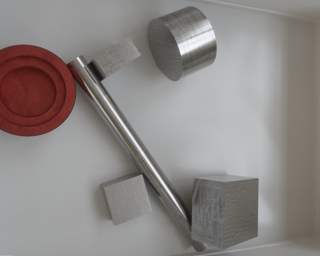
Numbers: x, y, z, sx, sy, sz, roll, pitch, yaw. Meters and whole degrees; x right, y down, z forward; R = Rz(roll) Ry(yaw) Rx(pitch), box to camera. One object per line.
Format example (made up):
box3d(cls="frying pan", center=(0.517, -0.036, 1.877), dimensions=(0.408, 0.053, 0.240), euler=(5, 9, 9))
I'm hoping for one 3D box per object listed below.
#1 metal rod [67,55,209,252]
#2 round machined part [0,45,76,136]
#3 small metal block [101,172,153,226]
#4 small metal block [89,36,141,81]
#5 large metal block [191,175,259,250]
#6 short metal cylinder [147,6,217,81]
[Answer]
box3d(cls="metal rod", center=(-0.021, 0.043, 0.398), dimensions=(0.025, 0.025, 0.299), euler=(-38, 105, -16))
box3d(cls="round machined part", center=(-0.147, -0.040, 0.348), dimensions=(0.099, 0.042, 0.097), euler=(0, 90, -20))
box3d(cls="small metal block", center=(-0.043, 0.089, 0.396), dimensions=(0.050, 0.025, 0.050), euler=(-17, 96, -19))
box3d(cls="small metal block", center=(-0.057, -0.081, 0.375), dimensions=(0.050, 0.050, 0.025), euler=(-37, 103, -19))
box3d(cls="large metal block", center=(0.089, 0.107, 0.415), dimensions=(0.081, 0.050, 0.080), euler=(4, 86, -44))
box3d(cls="short metal cylinder", center=(0.026, -0.106, 0.392), dimensions=(0.050, 0.080, 0.080), euler=(-27, 99, -18))
